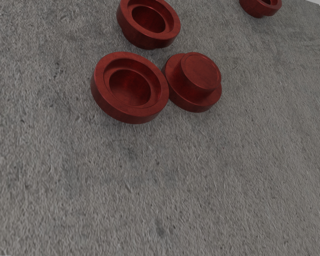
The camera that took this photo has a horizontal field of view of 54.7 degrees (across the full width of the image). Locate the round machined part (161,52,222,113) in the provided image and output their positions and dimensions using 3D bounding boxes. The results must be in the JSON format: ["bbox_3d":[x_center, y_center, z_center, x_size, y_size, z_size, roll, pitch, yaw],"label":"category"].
[{"bbox_3d":[0.053,-0.075,0.467,0.099,0.042,0.098,14,56,-21],"label":"round machined part"}]

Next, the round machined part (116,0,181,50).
[{"bbox_3d":[-0.021,-0.161,0.479,0.099,0.042,0.098,14,56,-21],"label":"round machined part"}]

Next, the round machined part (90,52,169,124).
[{"bbox_3d":[-0.041,-0.047,0.399,0.099,0.042,0.098,14,56,-21],"label":"round machined part"}]

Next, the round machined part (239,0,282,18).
[{"bbox_3d":[0.214,-0.281,0.679,0.099,0.042,0.098,14,56,-21],"label":"round machined part"}]
